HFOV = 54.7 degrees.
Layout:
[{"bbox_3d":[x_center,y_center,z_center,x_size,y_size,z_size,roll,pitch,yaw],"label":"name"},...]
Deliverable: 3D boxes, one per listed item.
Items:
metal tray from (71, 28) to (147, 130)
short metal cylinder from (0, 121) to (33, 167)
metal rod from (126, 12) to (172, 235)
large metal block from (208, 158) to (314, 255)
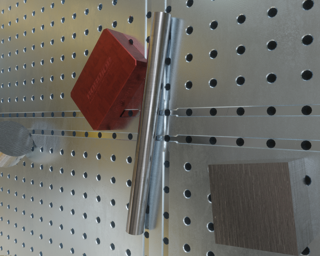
[{"bbox_3d":[-0.079,-0.071,0.469,0.090,0.030,0.129,50,119,27],"label":"metal tray"},{"bbox_3d":[-0.306,0.032,0.622,0.050,0.081,0.080,-36,68,34],"label":"short metal cylinder"},{"bbox_3d":[-0.016,-0.002,0.420,0.025,0.025,0.298,12,98,39],"label":"metal rod"},{"bbox_3d":[0.100,0.073,0.310,0.080,0.050,0.080,-8,85,39],"label":"large metal block"}]
